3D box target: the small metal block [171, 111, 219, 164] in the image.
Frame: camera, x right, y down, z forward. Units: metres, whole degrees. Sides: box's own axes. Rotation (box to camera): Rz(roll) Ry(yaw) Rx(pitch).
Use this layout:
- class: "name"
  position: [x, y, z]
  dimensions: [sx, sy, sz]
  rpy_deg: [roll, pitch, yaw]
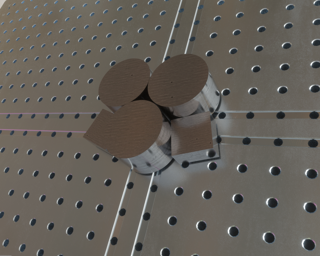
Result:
- class: "small metal block"
  position: [0.042, 0.012, 0.375]
  dimensions: [0.050, 0.025, 0.050]
  rpy_deg: [-13, 56, 21]

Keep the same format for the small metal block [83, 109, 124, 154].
- class: "small metal block"
  position: [-0.072, 0.006, 0.438]
  dimensions: [0.050, 0.025, 0.050]
  rpy_deg: [23, 74, 36]

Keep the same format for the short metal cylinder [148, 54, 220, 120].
- class: "short metal cylinder"
  position: [0.031, -0.048, 0.401]
  dimensions: [0.080, 0.050, 0.080]
  rpy_deg: [-13, 56, 21]

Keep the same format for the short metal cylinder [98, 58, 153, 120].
- class: "short metal cylinder"
  position: [-0.039, -0.051, 0.439]
  dimensions: [0.080, 0.050, 0.080]
  rpy_deg: [-13, 56, 21]

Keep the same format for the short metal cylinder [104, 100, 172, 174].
- class: "short metal cylinder"
  position: [-0.023, 0.012, 0.393]
  dimensions: [0.080, 0.050, 0.080]
  rpy_deg: [-13, 56, 21]
